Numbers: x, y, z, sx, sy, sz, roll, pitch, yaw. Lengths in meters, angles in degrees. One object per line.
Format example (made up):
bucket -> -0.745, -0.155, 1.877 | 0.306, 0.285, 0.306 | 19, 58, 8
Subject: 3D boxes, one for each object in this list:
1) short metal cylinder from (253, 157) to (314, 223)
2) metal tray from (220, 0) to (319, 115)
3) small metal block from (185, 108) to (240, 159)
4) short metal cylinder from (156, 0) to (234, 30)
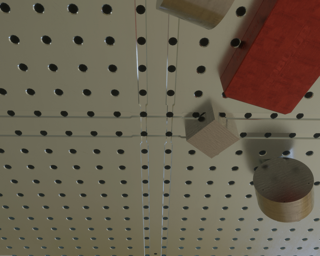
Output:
short metal cylinder -> 0.181, 0.089, 0.453 | 0.080, 0.080, 0.050 | -14, 129, 12
metal tray -> 0.136, -0.082, 0.340 | 0.091, 0.030, 0.129 | 15, 129, -13
small metal block -> 0.070, 0.008, 0.419 | 0.050, 0.025, 0.050 | 35, 122, -26
short metal cylinder -> 0.034, -0.132, 0.264 | 0.050, 0.080, 0.079 | 17, 128, -14
